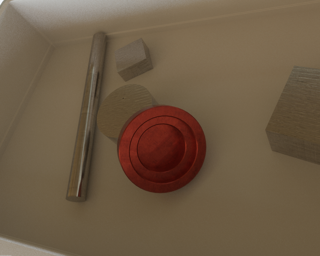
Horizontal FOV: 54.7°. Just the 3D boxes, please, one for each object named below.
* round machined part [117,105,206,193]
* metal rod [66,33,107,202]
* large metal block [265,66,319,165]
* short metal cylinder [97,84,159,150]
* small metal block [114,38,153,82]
[{"bbox_3d":[0.000,0.022,0.357,0.098,0.098,0.042,-46,15,-4],"label":"round machined part"},{"bbox_3d":[-0.109,-0.035,0.482,0.025,0.025,0.299,-13,56,21],"label":"metal rod"},{"bbox_3d":[0.163,-0.010,0.310,0.080,0.050,0.080,18,71,34],"label":"large metal block"},{"bbox_3d":[-0.036,-0.012,0.414,0.080,0.050,0.080,-13,56,20],"label":"short metal cylinder"},{"bbox_3d":[-0.042,-0.109,0.493,0.050,0.025,0.050,-23,53,14],"label":"small metal block"}]
